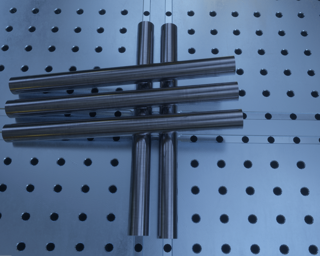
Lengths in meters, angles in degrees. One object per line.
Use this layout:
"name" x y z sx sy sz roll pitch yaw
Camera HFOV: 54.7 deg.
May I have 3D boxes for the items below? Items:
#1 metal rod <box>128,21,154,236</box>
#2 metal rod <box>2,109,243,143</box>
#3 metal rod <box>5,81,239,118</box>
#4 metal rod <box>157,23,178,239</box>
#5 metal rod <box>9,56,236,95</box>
"metal rod" -0.023 -0.013 0.416 0.025 0.025 0.299 1 70 0
"metal rod" -0.051 -0.002 0.389 0.302 0.025 0.025 -3 70 7
"metal rod" -0.053 -0.036 0.402 0.302 0.025 0.025 -4 70 7
"metal rod" 0.011 -0.010 0.416 0.025 0.025 0.299 1 70 0
"metal rod" -0.054 -0.070 0.415 0.302 0.025 0.025 -4 70 6
